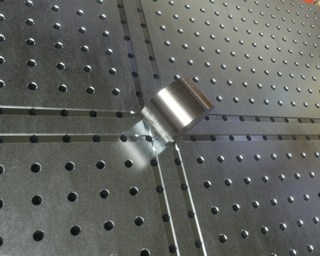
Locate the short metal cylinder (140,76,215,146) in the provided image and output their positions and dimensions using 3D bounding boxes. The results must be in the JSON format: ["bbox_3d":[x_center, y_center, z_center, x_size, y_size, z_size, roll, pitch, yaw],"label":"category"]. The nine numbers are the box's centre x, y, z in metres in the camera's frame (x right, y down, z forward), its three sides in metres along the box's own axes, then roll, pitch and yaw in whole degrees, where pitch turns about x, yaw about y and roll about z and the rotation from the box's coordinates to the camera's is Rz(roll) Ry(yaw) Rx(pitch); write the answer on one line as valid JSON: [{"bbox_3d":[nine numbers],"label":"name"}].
[{"bbox_3d":[0.022,-0.021,0.396,0.081,0.080,0.050,-32,79,-38],"label":"short metal cylinder"}]
